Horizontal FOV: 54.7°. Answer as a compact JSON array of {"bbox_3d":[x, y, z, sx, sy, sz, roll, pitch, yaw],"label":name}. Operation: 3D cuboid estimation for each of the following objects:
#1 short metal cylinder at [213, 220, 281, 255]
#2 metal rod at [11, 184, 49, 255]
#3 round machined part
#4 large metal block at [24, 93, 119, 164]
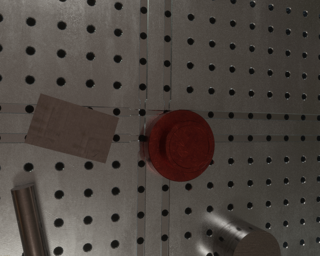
[{"bbox_3d":[0.124,0.180,0.447,0.081,0.050,0.079,0,90,-21],"label":"short metal cylinder"},{"bbox_3d":[-0.132,0.214,0.364,0.025,0.025,0.298,-11,94,-20],"label":"metal rod"},{"bbox_3d":[0.031,0.024,0.416,0.099,0.042,0.097,0,90,-21],"label":"round machined part"},{"bbox_3d":[-0.100,0.001,0.347,0.081,0.080,0.050,18,84,-20],"label":"large metal block"}]
